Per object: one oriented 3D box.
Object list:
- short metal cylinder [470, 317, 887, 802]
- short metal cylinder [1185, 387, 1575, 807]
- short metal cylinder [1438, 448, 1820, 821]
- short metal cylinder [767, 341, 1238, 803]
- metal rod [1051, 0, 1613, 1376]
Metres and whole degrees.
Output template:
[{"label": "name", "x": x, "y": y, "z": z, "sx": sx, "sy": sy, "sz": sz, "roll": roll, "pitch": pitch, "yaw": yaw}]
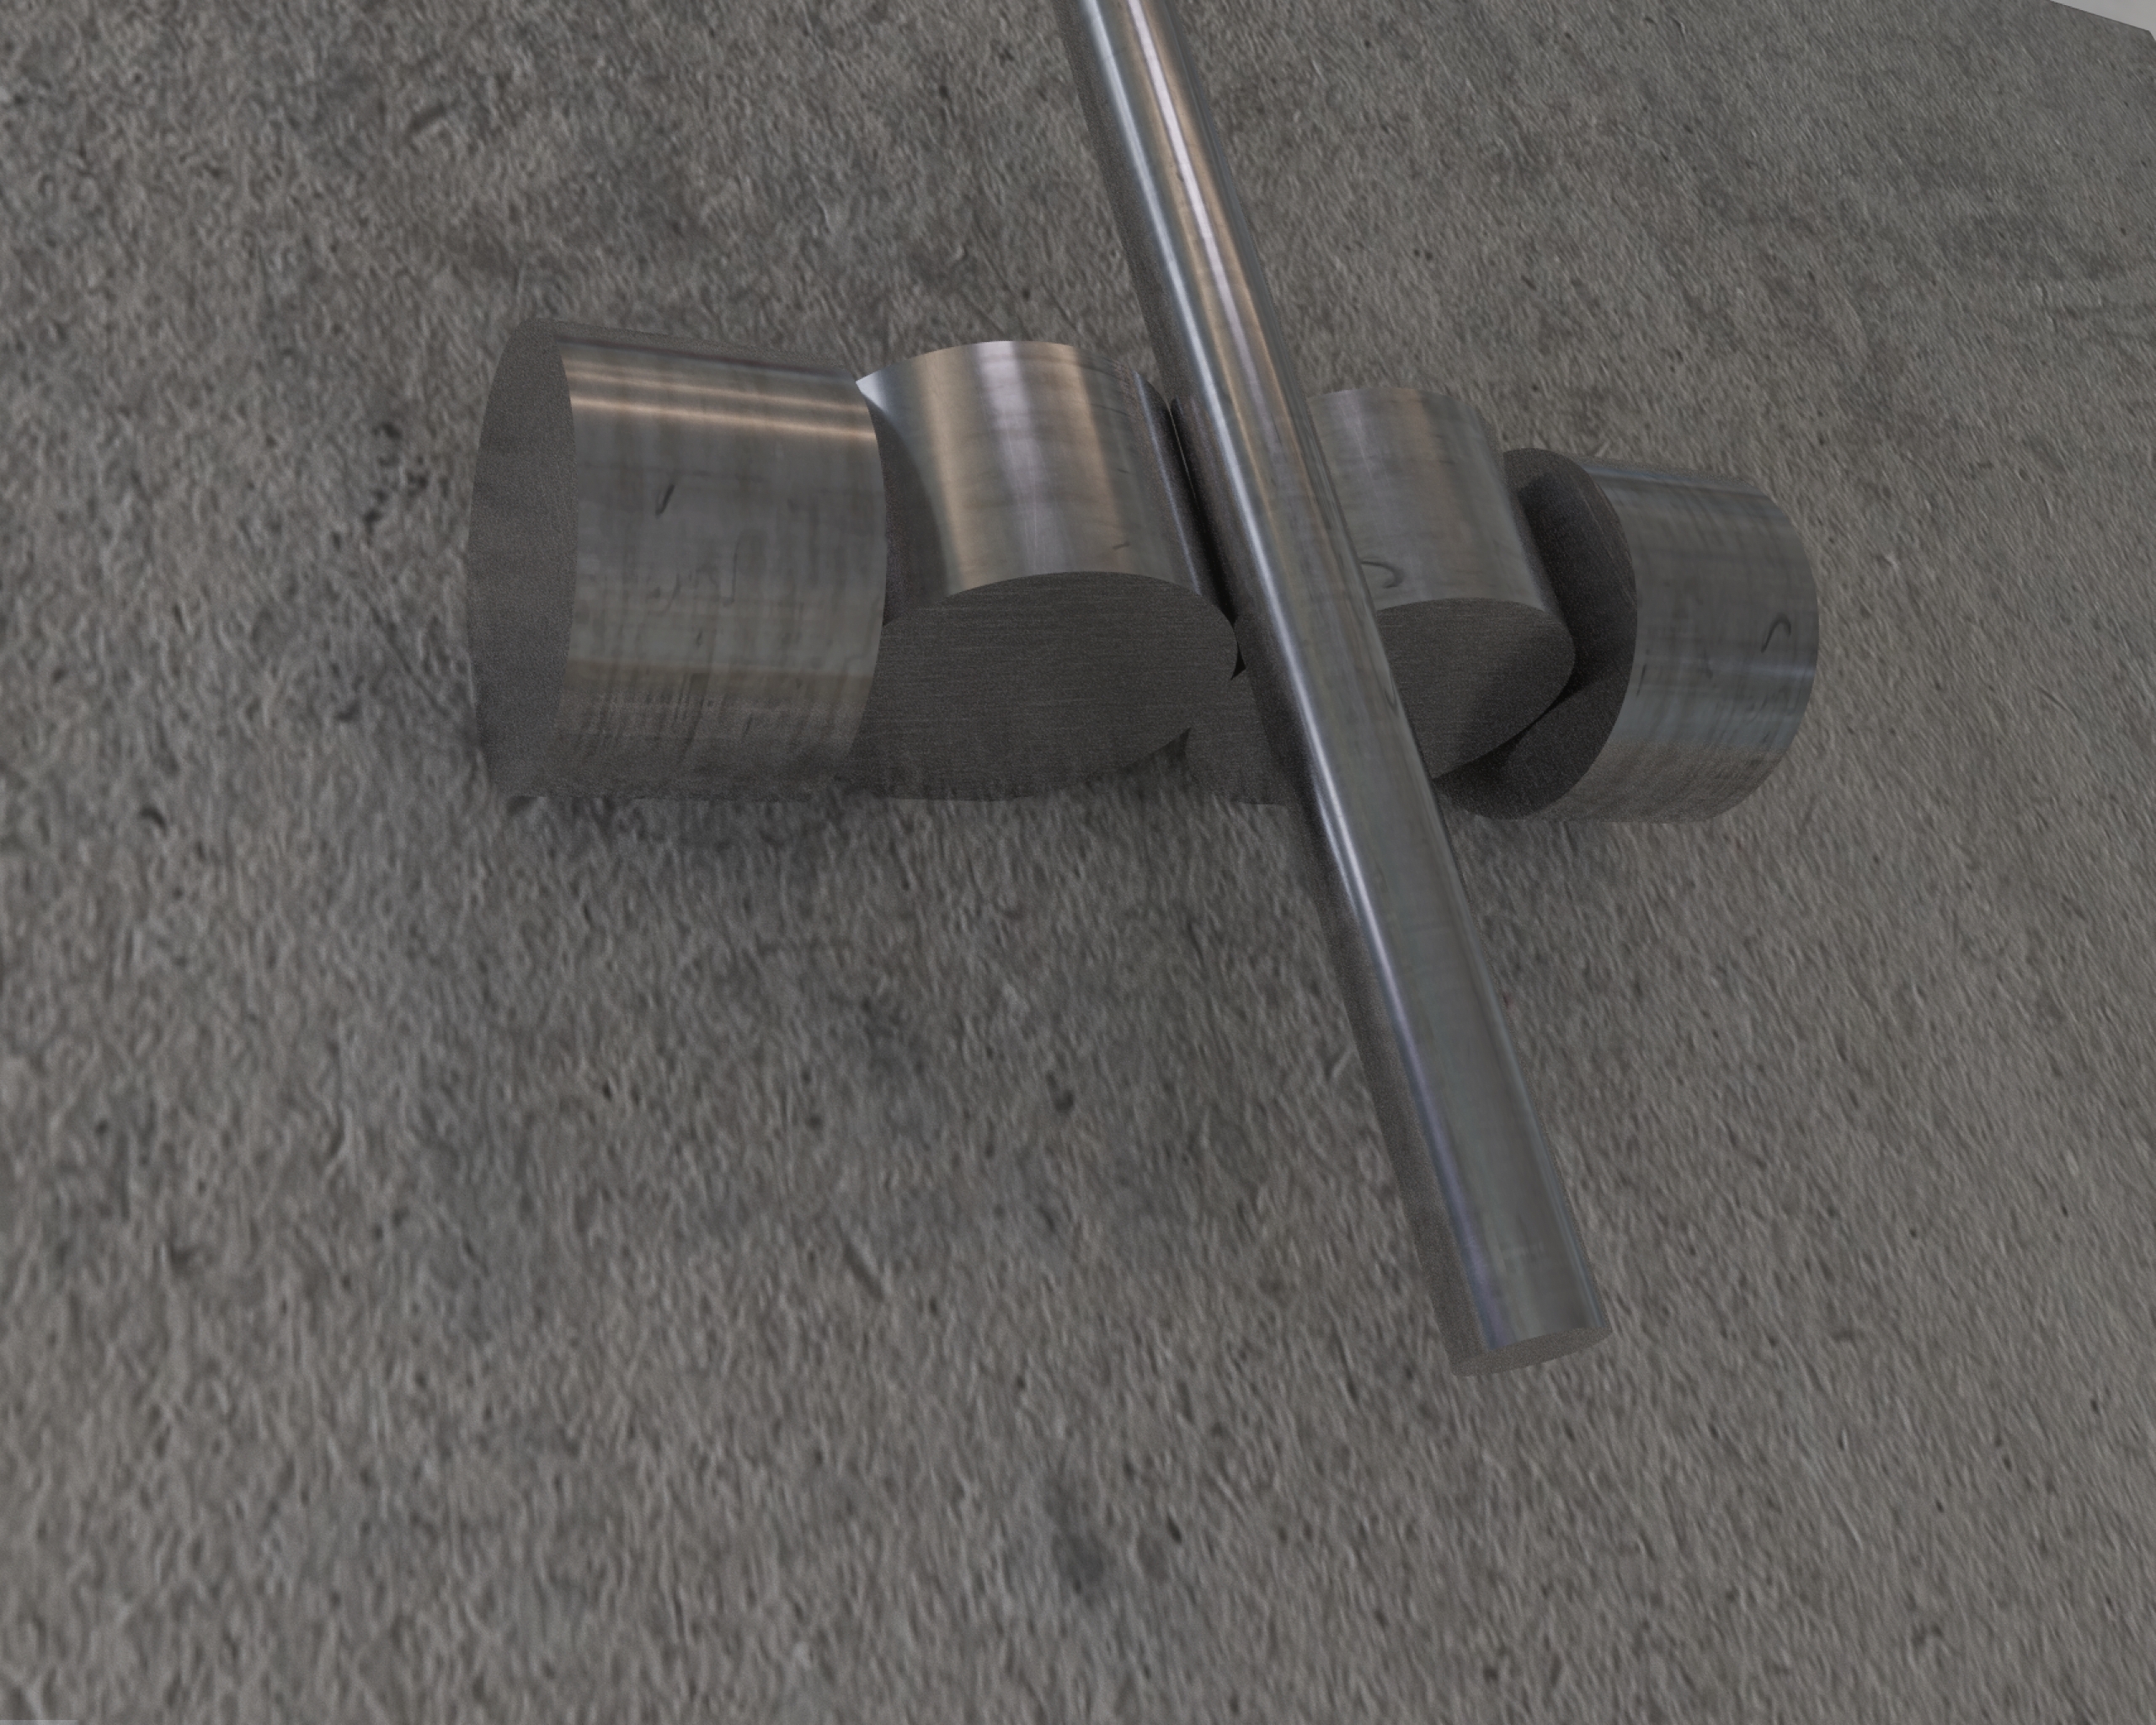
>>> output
[{"label": "short metal cylinder", "x": -0.072, "y": -0.051, "z": 0.362, "sx": 0.050, "sy": 0.080, "sz": 0.080, "roll": 1, "pitch": 62, "yaw": -28}, {"label": "short metal cylinder", "x": 0.056, "y": -0.053, "z": 0.431, "sx": 0.081, "sy": 0.080, "sz": 0.050, "roll": 1, "pitch": 62, "yaw": -28}, {"label": "short metal cylinder", "x": 0.115, "y": -0.049, "z": 0.461, "sx": 0.050, "sy": 0.080, "sz": 0.080, "roll": 1, "pitch": 62, "yaw": -28}, {"label": "short metal cylinder", "x": -0.015, "y": -0.052, "z": 0.394, "sx": 0.081, "sy": 0.080, "sz": 0.050, "roll": 1, "pitch": 62, "yaw": -28}, {"label": "metal rod", "x": 0.038, "y": -0.057, "z": 0.381, "sx": 0.025, "sy": 0.025, "sz": 0.299, "roll": 1, "pitch": 61, "yaw": -28}]
